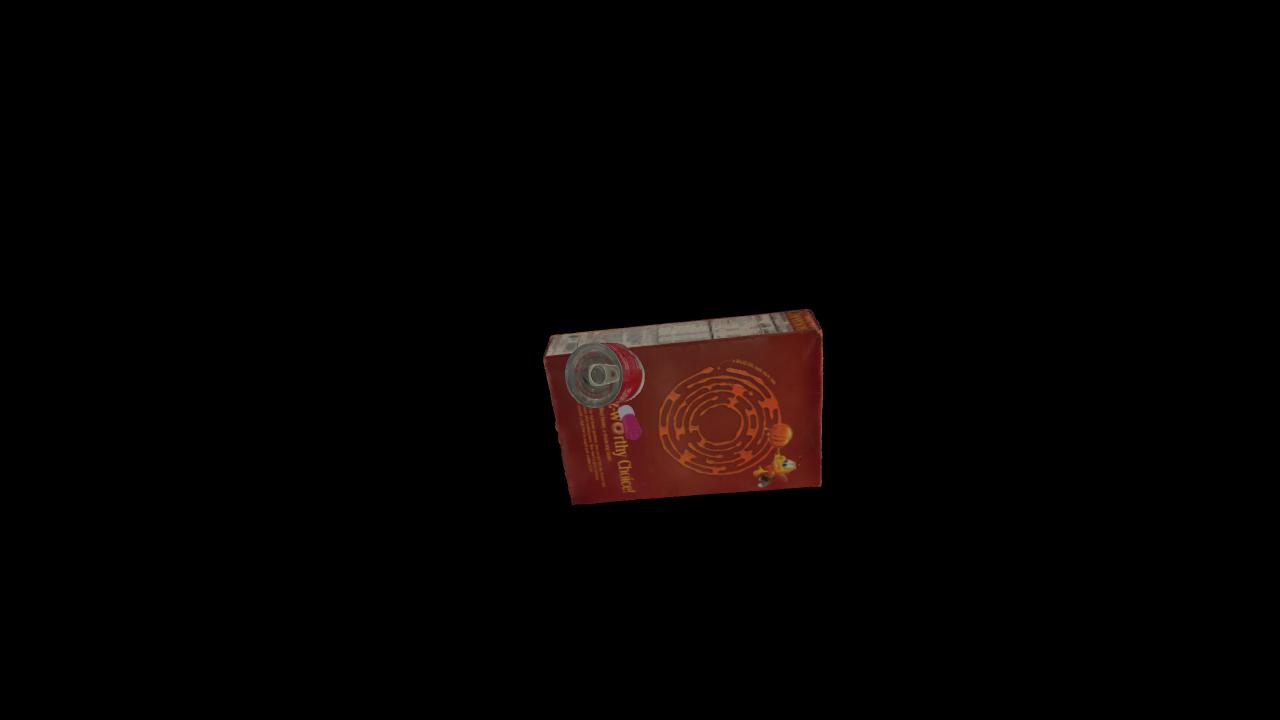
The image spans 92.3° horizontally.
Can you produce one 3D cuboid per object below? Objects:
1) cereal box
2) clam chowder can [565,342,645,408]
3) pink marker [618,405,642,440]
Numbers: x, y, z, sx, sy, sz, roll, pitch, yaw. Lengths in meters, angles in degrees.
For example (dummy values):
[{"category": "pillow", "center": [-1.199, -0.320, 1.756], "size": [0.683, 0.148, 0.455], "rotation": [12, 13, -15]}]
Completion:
[{"category": "cereal box", "center": [0.056, 0.059, 0.722], "size": [0.306, 0.203, 0.081], "rotation": [-6, 24, 4]}, {"category": "clam chowder can", "center": [-0.027, 0.014, 0.672], "size": [0.068, 0.068, 0.102], "rotation": [0, 2, 24]}, {"category": "pink marker", "center": [-0.021, 0.044, 0.695], "size": [0.020, 0.020, 0.121], "rotation": [0, 39, -20]}]
